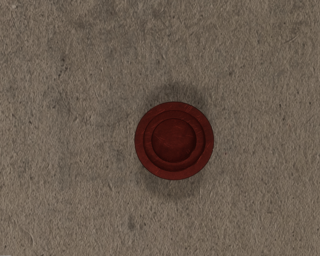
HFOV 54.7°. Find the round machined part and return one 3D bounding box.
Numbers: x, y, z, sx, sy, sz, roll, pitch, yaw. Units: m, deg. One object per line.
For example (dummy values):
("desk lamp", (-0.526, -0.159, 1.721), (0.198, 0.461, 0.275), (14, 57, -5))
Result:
("round machined part", (0.018, 0.016, 0.402), (0.099, 0.042, 0.097), (0, 90, -1))
